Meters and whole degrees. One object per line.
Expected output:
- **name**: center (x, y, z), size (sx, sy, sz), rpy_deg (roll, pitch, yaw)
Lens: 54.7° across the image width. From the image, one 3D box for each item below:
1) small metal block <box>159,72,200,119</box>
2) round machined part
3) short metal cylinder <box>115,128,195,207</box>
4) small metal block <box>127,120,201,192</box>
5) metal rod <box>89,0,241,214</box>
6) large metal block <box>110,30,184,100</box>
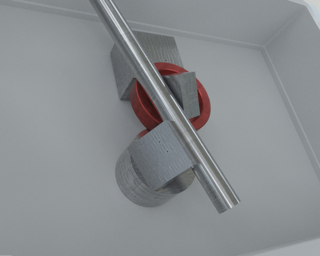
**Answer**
- **small metal block**: center (0.017, -0.037, 0.359), size (0.025, 0.050, 0.050), rpy_deg (-19, 107, -39)
- **round machined part**: center (0.009, -0.029, 0.380), size (0.099, 0.042, 0.098), rpy_deg (14, 56, -21)
- **short metal cylinder**: center (-0.005, 0.046, 0.359), size (0.081, 0.050, 0.080), rpy_deg (14, 56, -21)
- **small metal block**: center (0.004, 0.027, 0.308), size (0.050, 0.050, 0.025), rpy_deg (59, 19, 14)
- **metal rod**: center (-0.006, -0.046, 0.340), size (0.025, 0.025, 0.299), rpy_deg (-21, 73, -36)
- **large metal block**: center (-0.017, -0.085, 0.430), size (0.081, 0.050, 0.080), rpy_deg (0, 62, -29)
